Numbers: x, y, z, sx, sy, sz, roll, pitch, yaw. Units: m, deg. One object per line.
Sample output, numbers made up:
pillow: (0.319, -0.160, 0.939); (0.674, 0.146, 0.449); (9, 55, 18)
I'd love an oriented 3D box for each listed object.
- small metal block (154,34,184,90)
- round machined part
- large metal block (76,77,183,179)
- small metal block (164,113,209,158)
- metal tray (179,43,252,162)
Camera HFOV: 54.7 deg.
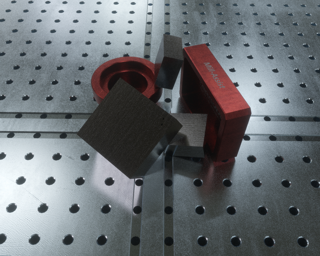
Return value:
small metal block: (0.011, -0.088, 0.412); (0.025, 0.050, 0.050); (9, 48, -11)
round machined part: (-0.045, -0.055, 0.442); (0.099, 0.042, 0.098); (0, 50, 0)
large metal block: (-0.033, 0.002, 0.360); (0.080, 0.050, 0.080); (38, 90, 14)
small metal block: (0.034, 0.009, 0.394); (0.050, 0.025, 0.050); (2, 54, 16)
metal tray: (0.063, -0.034, 0.394); (0.030, 0.089, 0.130); (-14, 52, -12)
